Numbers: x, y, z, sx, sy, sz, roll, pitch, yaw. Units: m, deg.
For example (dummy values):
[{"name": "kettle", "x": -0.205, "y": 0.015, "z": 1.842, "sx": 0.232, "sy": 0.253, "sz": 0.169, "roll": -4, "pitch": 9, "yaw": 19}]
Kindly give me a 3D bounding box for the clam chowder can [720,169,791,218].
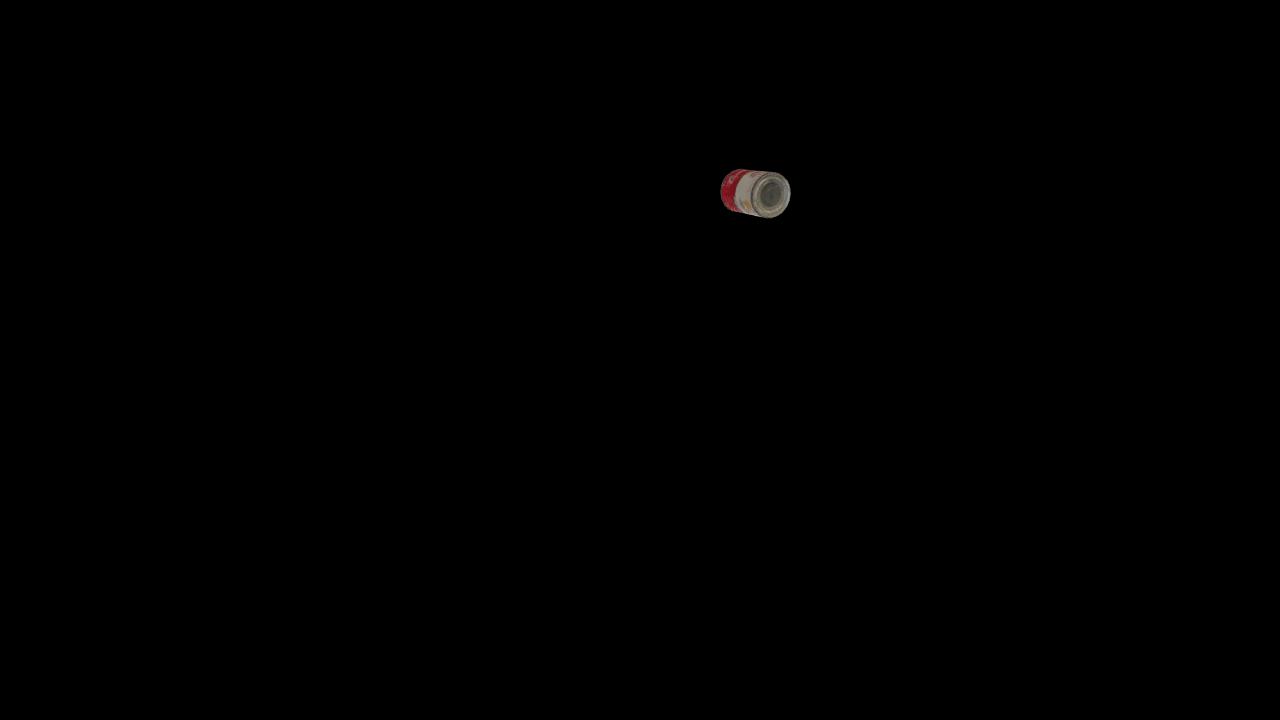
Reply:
[{"name": "clam chowder can", "x": 0.176, "y": -0.255, "z": 0.942, "sx": 0.068, "sy": 0.068, "sz": 0.102, "roll": 0, "pitch": 19, "yaw": -21}]
